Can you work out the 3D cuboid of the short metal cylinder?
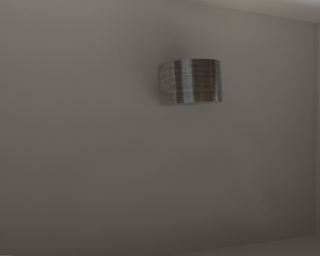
[{"bbox_3d":[0.038,-0.056,0.397,0.081,0.080,0.050,-4,92,-20],"label":"short metal cylinder"}]
